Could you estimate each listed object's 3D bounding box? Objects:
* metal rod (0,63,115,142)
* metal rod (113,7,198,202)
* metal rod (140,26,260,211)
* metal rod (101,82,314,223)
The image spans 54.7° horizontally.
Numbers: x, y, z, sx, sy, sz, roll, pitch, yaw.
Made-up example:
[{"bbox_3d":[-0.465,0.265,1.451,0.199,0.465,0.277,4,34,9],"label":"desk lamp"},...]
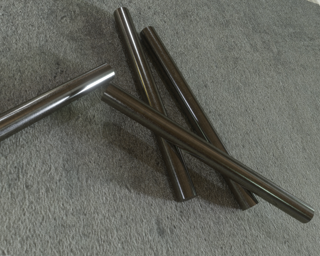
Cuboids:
[{"bbox_3d":[-0.162,-0.001,0.317,0.025,0.025,0.302,48,51,5],"label":"metal rod"},{"bbox_3d":[-0.013,-0.046,0.424,0.025,0.025,0.299,-6,65,-31],"label":"metal rod"},{"bbox_3d":[0.049,-0.024,0.444,0.025,0.025,0.299,-18,71,-35],"label":"metal rod"},{"bbox_3d":[0.064,0.035,0.383,0.301,0.025,0.025,32,52,-8],"label":"metal rod"}]
